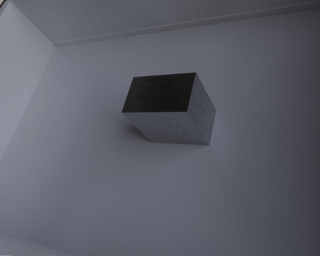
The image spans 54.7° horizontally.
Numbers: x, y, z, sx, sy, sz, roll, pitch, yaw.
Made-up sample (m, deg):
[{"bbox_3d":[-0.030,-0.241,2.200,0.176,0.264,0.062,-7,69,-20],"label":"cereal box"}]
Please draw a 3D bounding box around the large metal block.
[{"bbox_3d":[0.014,-0.020,0.374,0.080,0.080,0.050,1,62,28],"label":"large metal block"}]
